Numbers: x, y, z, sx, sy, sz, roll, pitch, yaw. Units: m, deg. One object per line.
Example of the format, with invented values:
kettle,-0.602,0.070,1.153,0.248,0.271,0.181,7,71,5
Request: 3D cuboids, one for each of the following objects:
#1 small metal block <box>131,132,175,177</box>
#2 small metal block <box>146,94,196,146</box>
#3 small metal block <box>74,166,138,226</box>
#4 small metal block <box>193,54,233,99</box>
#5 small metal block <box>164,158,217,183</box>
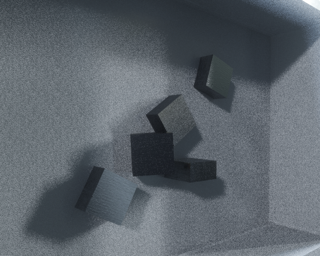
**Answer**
small metal block,-0.010,0.031,0.383,0.050,0.025,0.050,-3,93,-8
small metal block,0.016,-0.011,0.420,0.050,0.025,0.050,-42,115,-32
small metal block,-0.061,0.078,0.356,0.050,0.025,0.050,35,68,-35
small metal block,0.083,-0.077,0.475,0.050,0.025,0.050,23,76,-38
small metal block,0.042,0.057,0.425,0.050,0.050,0.025,1,90,-40
